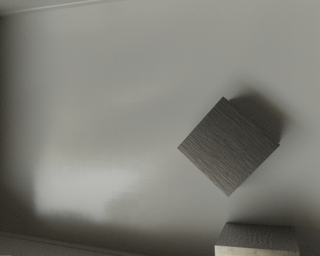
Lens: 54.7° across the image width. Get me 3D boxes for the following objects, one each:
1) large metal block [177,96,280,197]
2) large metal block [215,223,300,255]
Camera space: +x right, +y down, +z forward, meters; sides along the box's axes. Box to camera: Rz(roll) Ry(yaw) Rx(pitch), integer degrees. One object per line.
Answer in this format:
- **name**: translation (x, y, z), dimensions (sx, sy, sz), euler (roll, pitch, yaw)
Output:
- **large metal block**: translation (0.082, 0.021, 0.368), dimensions (0.080, 0.050, 0.080), euler (44, 104, 14)
- **large metal block**: translation (0.109, 0.144, 0.343), dimensions (0.080, 0.080, 0.050), euler (-3, 89, 20)
